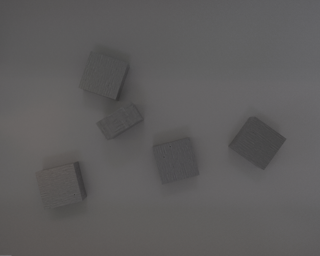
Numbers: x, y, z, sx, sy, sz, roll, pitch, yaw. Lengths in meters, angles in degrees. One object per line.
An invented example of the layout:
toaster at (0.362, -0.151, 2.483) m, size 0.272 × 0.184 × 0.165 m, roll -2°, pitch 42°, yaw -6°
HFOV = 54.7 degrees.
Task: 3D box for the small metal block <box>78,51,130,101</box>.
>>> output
small metal block at (-0.073, -0.068, 0.411) m, size 0.050 × 0.025 × 0.050 m, roll 18°, pitch 90°, yaw 0°

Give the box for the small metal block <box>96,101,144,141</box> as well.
small metal block at (-0.050, -0.009, 0.398) m, size 0.050 × 0.050 × 0.025 m, roll -32°, pitch 90°, yaw 0°

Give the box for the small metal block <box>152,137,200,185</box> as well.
small metal block at (0.021, 0.043, 0.411) m, size 0.050 × 0.025 × 0.050 m, roll -15°, pitch 90°, yaw 0°

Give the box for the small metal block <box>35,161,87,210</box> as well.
small metal block at (-0.130, 0.075, 0.410) m, size 0.050 × 0.025 × 0.050 m, roll -14°, pitch 90°, yaw 0°

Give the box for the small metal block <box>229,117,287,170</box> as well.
small metal block at (0.129, 0.020, 0.412) m, size 0.050 × 0.025 × 0.050 m, roll 36°, pitch 90°, yaw 0°
